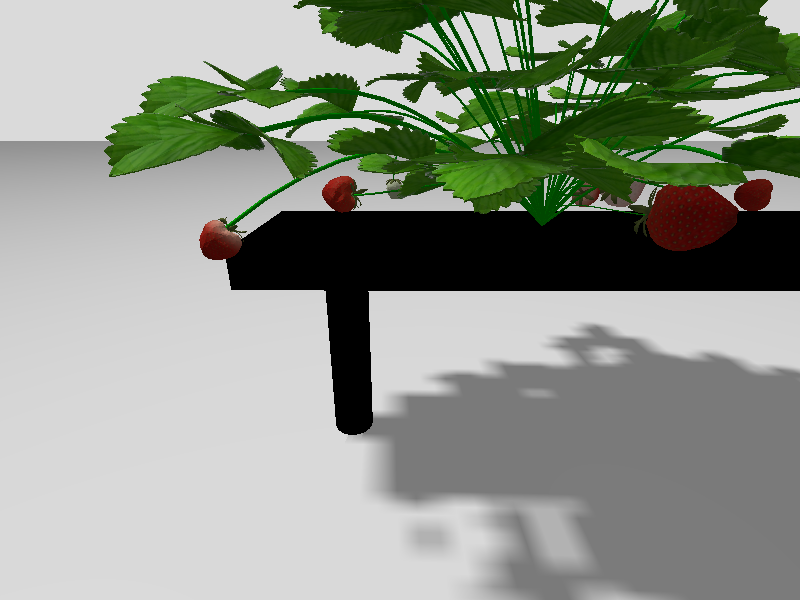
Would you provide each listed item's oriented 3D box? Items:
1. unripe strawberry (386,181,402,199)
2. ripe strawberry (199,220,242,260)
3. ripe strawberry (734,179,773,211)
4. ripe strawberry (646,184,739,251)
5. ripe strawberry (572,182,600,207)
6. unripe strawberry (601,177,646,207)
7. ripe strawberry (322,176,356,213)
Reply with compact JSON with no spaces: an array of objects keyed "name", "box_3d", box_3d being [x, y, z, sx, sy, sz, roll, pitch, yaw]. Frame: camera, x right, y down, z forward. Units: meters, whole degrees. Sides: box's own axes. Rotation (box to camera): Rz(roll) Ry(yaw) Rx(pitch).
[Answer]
[{"name":"unripe strawberry","box_3d":[-0.006,-0.133,0.486,0.023,0.023,0.019,-19,30,-37]},{"name":"ripe strawberry","box_3d":[-0.115,-0.037,0.253,0.025,0.024,0.022,40,1,-32]},{"name":"ripe strawberry","box_3d":[0.358,-0.107,0.407,0.030,0.031,0.028,6,24,16]},{"name":"ripe strawberry","box_3d":[0.203,-0.058,0.278,0.050,0.050,0.047,21,31,38]},{"name":"ripe strawberry","box_3d":[0.200,-0.115,0.427,0.026,0.030,0.029,18,29,36]},{"name":"unripe strawberry","box_3d":[0.245,-0.126,0.438,0.049,0.048,0.045,-18,29,-37]},{"name":"ripe strawberry","box_3d":[-0.060,-0.106,0.401,0.034,0.035,0.031,7,24,17]}]
